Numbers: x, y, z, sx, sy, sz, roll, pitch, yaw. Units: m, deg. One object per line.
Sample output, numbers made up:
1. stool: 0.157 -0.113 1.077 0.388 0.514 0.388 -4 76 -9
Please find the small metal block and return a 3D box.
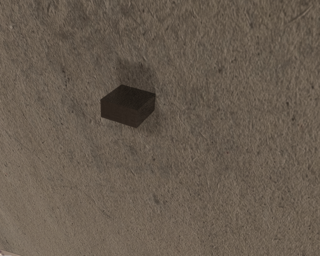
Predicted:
1. small metal block: -0.040 -0.029 0.392 0.050 0.050 0.025 17 125 18
